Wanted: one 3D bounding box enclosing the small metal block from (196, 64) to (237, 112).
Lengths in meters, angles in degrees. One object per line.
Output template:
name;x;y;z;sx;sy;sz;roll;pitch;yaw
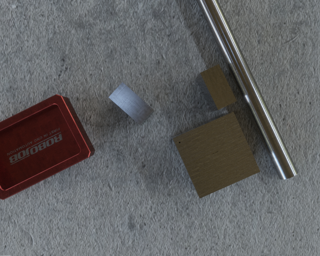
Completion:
small metal block;0.071;-0.050;0.398;0.025;0.050;0.050;-26;90;0

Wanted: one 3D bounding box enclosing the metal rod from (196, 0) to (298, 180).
metal rod;0.108;-0.072;0.411;0.025;0.025;0.299;-25;90;0

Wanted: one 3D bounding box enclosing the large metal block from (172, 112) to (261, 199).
large metal block;0.068;0.032;0.398;0.080;0.050;0.080;-24;90;-1

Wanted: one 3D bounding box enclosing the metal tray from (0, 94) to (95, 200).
metal tray;-0.164;0.024;0.405;0.131;0.030;0.090;-27;90;-1

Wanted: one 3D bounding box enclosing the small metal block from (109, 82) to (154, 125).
small metal block;-0.035;-0.030;0.397;0.050;0.050;0.025;42;90;-1
